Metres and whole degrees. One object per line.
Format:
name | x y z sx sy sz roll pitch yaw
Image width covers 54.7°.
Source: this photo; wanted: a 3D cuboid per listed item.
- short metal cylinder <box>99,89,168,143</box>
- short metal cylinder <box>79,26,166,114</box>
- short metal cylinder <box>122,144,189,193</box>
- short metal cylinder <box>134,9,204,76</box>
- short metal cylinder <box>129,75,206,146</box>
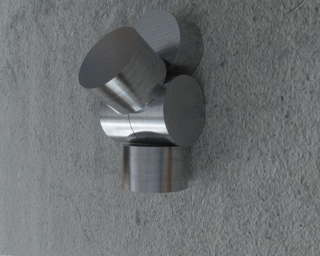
short metal cylinder | -0.029 -0.020 0.393 0.050 0.081 0.079 1 91 39
short metal cylinder | -0.040 -0.062 0.335 0.080 0.050 0.080 -21 50 27
short metal cylinder | -0.006 0.045 0.374 0.080 0.081 0.050 0 90 39
short metal cylinder | 0.007 -0.099 0.384 0.080 0.050 0.079 0 90 39
short metal cylinder | 0.010 -0.019 0.360 0.050 0.081 0.079 0 90 40
